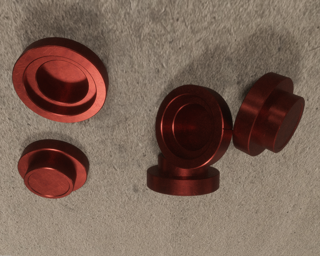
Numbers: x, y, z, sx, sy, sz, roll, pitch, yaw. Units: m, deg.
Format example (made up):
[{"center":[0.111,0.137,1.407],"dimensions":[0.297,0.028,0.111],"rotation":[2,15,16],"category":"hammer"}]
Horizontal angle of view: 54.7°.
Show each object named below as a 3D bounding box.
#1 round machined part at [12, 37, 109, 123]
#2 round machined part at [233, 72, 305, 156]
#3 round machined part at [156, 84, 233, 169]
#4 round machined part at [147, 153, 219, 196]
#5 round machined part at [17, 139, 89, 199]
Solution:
[{"center":[-0.107,-0.056,0.347],"dimensions":[0.099,0.042,0.097],"rotation":[-1,130,0],"category":"round machined part"},{"center":[0.128,-0.010,0.352],"dimensions":[0.042,0.099,0.097],"rotation":[29,141,34],"category":"round machined part"},{"center":[0.044,-0.001,0.370],"dimensions":[0.042,0.098,0.098],"rotation":[2,140,-48],"category":"round machined part"},{"center":[0.031,0.057,0.421],"dimensions":[0.099,0.098,0.042],"rotation":[0,95,-1],"category":"round machined part"},{"center":[-0.156,0.066,0.450],"dimensions":[0.099,0.042,0.097],"rotation":[-1,130,0],"category":"round machined part"}]
